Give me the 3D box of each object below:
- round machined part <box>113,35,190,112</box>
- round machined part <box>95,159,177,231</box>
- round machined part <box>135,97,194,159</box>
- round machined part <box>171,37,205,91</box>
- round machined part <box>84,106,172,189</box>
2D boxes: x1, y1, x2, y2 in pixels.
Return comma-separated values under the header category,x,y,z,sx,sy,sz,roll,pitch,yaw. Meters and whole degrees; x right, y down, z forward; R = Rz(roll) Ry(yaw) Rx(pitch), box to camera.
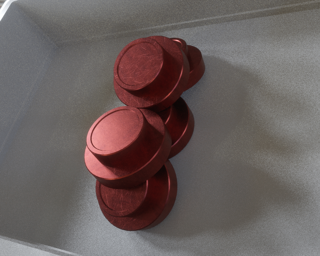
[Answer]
category,x,y,z,sx,sy,sz,roll,pitch,yaw
round machined part,-0.017,-0.070,0.379,0.098,0.042,0.098,-9,70,26
round machined part,-0.034,0.066,0.352,0.098,0.042,0.098,-8,73,26
round machined part,-0.009,-0.008,0.402,0.098,0.042,0.098,-13,55,20
round machined part,0.010,-0.089,0.429,0.098,0.042,0.098,-14,40,13
round machined part,-0.040,0.014,0.340,0.098,0.042,0.098,-14,45,15
